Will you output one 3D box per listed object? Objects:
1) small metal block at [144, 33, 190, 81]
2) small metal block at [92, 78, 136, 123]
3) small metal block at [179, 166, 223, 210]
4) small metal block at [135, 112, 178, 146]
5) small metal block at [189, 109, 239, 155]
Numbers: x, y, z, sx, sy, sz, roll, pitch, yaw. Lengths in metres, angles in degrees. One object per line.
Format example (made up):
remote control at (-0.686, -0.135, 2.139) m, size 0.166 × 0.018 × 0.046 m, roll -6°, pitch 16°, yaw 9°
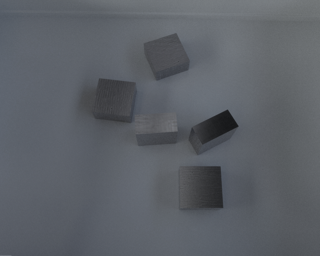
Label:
small metal block at (0.009, -0.103, 0.447) m, size 0.050 × 0.025 × 0.050 m, roll -20°, pitch 71°, yaw -7°
small metal block at (-0.061, -0.037, 0.423) m, size 0.050 × 0.025 × 0.050 m, roll 7°, pitch 70°, yaw 2°
small metal block at (0.049, 0.074, 0.383) m, size 0.050 × 0.025 × 0.050 m, roll 0°, pitch 70°, yaw 0°
small metal block at (-0.005, 0.002, 0.395) m, size 0.050 × 0.050 × 0.025 m, roll -4°, pitch 70°, yaw -2°
small metal block at (0.066, 0.007, 0.394) m, size 0.050 × 0.050 × 0.025 m, roll -26°, pitch 72°, yaw -9°
